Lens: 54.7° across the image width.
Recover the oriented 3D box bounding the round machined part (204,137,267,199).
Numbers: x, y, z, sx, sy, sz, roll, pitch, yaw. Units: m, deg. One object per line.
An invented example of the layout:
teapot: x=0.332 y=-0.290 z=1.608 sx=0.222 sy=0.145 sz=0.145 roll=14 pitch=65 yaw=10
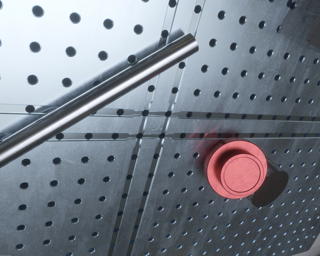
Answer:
round machined part: x=0.121 y=0.066 z=0.485 sx=0.099 sy=0.042 sz=0.097 roll=-1 pitch=102 yaw=-6

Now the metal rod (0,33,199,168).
metal rod: x=-0.088 y=-0.024 z=0.349 sx=0.301 sy=0.025 sz=0.025 roll=-32 pitch=129 yaw=-8

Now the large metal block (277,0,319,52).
large metal block: x=0.224 y=-0.151 z=0.427 sx=0.081 sy=0.050 sz=0.079 roll=12 pitch=112 yaw=-34

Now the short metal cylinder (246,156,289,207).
short metal cylinder: x=0.180 y=0.094 z=0.552 sx=0.081 sy=0.050 sz=0.079 roll=-16 pitch=127 yaw=-22
